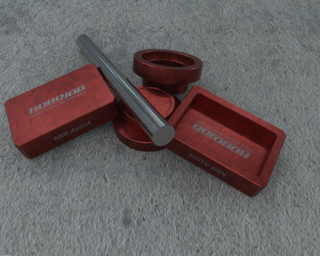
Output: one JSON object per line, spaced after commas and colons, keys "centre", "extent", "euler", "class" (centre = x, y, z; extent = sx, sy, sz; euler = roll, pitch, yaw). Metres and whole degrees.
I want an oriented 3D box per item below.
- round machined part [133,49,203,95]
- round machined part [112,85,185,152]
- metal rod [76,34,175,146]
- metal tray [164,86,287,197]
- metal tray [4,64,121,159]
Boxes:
{"centre": [0.010, -0.080, 0.447], "extent": [0.099, 0.042, 0.098], "euler": [6, 28, -3], "class": "round machined part"}
{"centre": [-0.014, -0.020, 0.411], "extent": [0.099, 0.042, 0.098], "euler": [0, 50, 0], "class": "round machined part"}
{"centre": [-0.063, -0.070, 0.420], "extent": [0.025, 0.025, 0.300], "euler": [-22, 40, -17], "class": "metal rod"}
{"centre": [0.076, 0.012, 0.378], "extent": [0.130, 0.030, 0.090], "euler": [30, 55, 10], "class": "metal tray"}
{"centre": [-0.129, -0.026, 0.408], "extent": [0.131, 0.030, 0.090], "euler": [-27, 52, -11], "class": "metal tray"}
